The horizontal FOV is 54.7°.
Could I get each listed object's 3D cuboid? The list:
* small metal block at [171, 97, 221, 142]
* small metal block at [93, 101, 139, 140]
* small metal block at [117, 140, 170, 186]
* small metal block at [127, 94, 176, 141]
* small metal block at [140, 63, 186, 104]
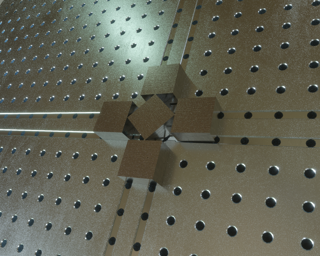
[{"bbox_3d":[0.046,-0.010,0.389,0.050,0.025,0.050,0,62,27],"label":"small metal block"},{"bbox_3d":[-0.061,-0.011,0.445,0.050,0.025,0.050,2,62,28],"label":"small metal block"},{"bbox_3d":[-0.020,0.043,0.391,0.050,0.025,0.050,1,62,28],"label":"small metal block"},{"bbox_3d":[-0.008,-0.010,0.417,0.050,0.025,0.050,-41,51,0],"label":"small metal block"},{"bbox_3d":[0.005,-0.062,0.442,0.050,0.025,0.050,0,61,27],"label":"small metal block"}]
